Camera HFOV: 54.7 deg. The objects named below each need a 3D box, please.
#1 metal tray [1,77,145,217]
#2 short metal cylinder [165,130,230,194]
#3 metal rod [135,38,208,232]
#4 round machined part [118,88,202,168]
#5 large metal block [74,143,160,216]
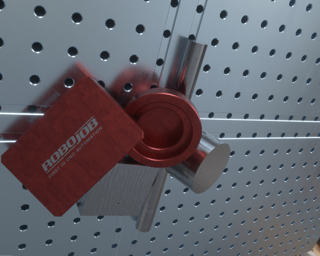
[{"bbox_3d":[-0.092,0.020,0.338,0.130,0.030,0.090,-44,91,2],"label":"metal tray"},{"bbox_3d":[0.054,0.045,0.435,0.081,0.050,0.079,-31,138,-33],"label":"short metal cylinder"},{"bbox_3d":[0.009,0.027,0.434,0.025,0.025,0.298,1,118,-29],"label":"metal rod"},{"bbox_3d":[0.000,-0.003,0.382,0.099,0.042,0.097,0,115,0],"label":"round machined part"},{"bbox_3d":[-0.059,0.066,0.404,0.081,0.050,0.079,11,113,-33],"label":"large metal block"}]
